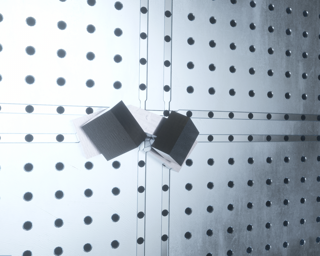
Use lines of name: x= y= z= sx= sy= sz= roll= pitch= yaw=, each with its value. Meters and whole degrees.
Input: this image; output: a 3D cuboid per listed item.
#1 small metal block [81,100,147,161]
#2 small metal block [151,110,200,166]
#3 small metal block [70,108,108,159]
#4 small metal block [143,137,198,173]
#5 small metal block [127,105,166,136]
small metal block: x=-0.052 y=0.004 z=0.351 sx=0.050 sy=0.050 sz=0.025 roll=55 pitch=35 yaw=-12
small metal block: x=0.020 y=0.014 z=0.380 sx=0.050 sy=0.025 sz=0.050 roll=-60 pitch=152 yaw=-11
small metal block: x=-0.077 y=0.006 z=0.385 sx=0.050 sy=0.025 sz=0.050 roll=-21 pitch=97 yaw=-19
small metal block: x=0.015 y=0.024 z=0.419 sx=0.050 sy=0.025 sz=0.050 roll=37 pitch=78 yaw=-17
small metal block: x=-0.024 y=-0.008 z=0.391 sx=0.050 sy=0.050 sz=0.025 roll=20 pitch=84 yaw=-19
